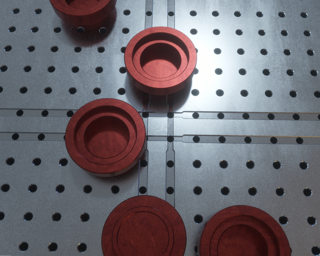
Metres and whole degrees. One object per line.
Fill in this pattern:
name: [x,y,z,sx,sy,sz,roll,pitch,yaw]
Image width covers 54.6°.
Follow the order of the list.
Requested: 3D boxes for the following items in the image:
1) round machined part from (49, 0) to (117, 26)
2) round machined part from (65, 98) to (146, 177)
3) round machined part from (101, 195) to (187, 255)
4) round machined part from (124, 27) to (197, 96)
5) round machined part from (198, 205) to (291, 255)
round machined part: [-0.115,-0.197,0.474,0.099,0.042,0.098,0,70,0]
round machined part: [-0.066,0.014,0.397,0.099,0.042,0.098,0,70,0]
round machined part: [-0.018,0.126,0.357,0.099,0.042,0.098,0,70,0]
round machined part: [0.001,-0.089,0.435,0.099,0.042,0.098,0,70,0]
round machined part: [0.092,0.140,0.352,0.099,0.042,0.098,0,70,0]
